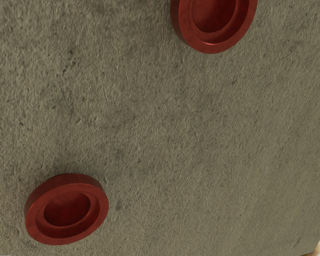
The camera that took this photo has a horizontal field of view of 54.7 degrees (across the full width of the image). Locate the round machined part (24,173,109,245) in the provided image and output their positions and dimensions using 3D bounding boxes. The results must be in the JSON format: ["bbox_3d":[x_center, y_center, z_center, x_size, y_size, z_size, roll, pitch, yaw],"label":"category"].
[{"bbox_3d":[-0.118,0.096,0.391,0.099,0.042,0.097,-14,124,-21],"label":"round machined part"}]

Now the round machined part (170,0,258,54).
[{"bbox_3d":[0.055,-0.136,0.342,0.099,0.042,0.097,-14,124,-21],"label":"round machined part"}]
